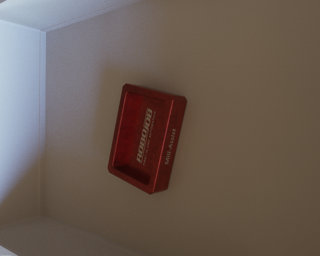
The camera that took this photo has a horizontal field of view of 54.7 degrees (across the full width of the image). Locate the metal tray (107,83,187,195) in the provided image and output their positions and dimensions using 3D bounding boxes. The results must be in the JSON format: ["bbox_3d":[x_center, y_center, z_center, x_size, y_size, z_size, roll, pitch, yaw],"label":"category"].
[{"bbox_3d":[-0.021,0.012,0.418,0.090,0.030,0.129,20,102,38],"label":"metal tray"}]
